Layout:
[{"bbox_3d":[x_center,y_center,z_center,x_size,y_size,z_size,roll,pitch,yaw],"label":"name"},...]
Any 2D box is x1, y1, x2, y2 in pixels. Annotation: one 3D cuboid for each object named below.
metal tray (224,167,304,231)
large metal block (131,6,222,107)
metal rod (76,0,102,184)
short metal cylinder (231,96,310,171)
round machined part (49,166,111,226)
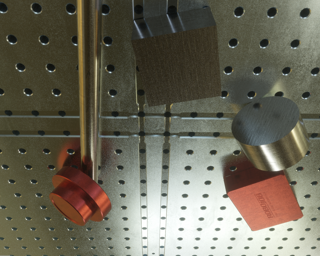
[{"bbox_3d":[0.172,0.115,0.510,0.090,0.030,0.130,-24,127,18],"label":"metal tray"},{"bbox_3d":[0.020,-0.075,0.332,0.080,0.050,0.080,-8,130,6],"label":"large metal block"},{"bbox_3d":[-0.089,-0.023,0.390,0.025,0.025,0.298,6,130,-6],"label":"metal rod"},{"bbox_3d":[0.136,0.006,0.383,0.080,0.080,0.050,-24,126,18],"label":"short metal cylinder"},{"bbox_3d":[-0.124,0.107,0.460,0.098,0.042,0.097,24,140,22],"label":"round machined part"}]
